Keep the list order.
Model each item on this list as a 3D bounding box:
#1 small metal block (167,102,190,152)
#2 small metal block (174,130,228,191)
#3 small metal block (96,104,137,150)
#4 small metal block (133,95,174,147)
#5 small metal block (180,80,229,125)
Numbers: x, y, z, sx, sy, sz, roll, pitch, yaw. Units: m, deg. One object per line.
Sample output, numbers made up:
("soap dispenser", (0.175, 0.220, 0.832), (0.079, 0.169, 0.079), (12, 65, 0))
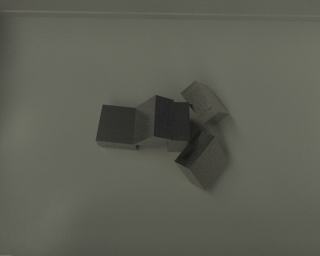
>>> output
("small metal block", (0.023, 0.000, 0.395), (0.025, 0.050, 0.050), (1, 70, 0))
("small metal block", (0.052, 0.040, 0.378), (0.025, 0.050, 0.050), (23, 67, 45))
("small metal block", (-0.053, -0.001, 0.406), (0.050, 0.025, 0.050), (6, 70, 2))
("small metal block", (-0.008, -0.007, 0.378), (0.025, 0.050, 0.050), (13, 70, -29))
("small metal block", (0.059, -0.032, 0.404), (0.025, 0.050, 0.050), (-40, 73, 20))
